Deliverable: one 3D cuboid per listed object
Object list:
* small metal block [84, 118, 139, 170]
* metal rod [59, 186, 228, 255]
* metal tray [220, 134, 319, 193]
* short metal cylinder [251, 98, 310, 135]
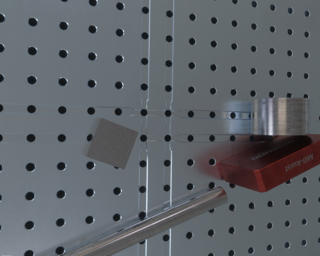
[{"bbox_3d":[-0.062,0.020,0.390,0.050,0.025,0.050,22,83,-19],"label":"small metal block"},{"bbox_3d":[-0.045,0.141,0.396,0.302,0.025,0.025,-19,97,-19],"label":"metal rod"},{"bbox_3d":[0.163,0.044,0.438,0.131,0.090,0.030,-21,97,-19],"label":"metal tray"},{"bbox_3d":[0.173,-0.016,0.447,0.081,0.080,0.050,0,91,-20],"label":"short metal cylinder"}]
